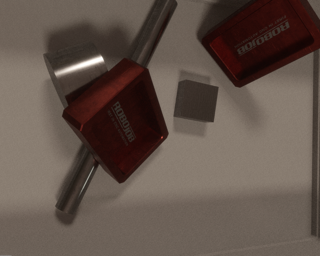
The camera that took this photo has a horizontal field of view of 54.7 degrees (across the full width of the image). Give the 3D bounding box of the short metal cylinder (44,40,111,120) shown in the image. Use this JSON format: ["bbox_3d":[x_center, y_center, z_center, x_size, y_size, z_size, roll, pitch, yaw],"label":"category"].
[{"bbox_3d":[-0.090,-0.052,0.348,0.050,0.080,0.080,-24,98,-19],"label":"short metal cylinder"}]

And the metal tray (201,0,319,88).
[{"bbox_3d":[0.131,-0.118,0.404,0.090,0.130,0.030,48,46,-16],"label":"metal tray"}]

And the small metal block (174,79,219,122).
[{"bbox_3d":[0.050,-0.036,0.430,0.050,0.025,0.050,10,87,-20],"label":"small metal block"}]

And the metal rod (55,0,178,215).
[{"bbox_3d":[-0.050,-0.036,0.392,0.025,0.025,0.299,28,81,-18],"label":"metal rod"}]

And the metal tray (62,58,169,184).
[{"bbox_3d":[-0.040,-0.002,0.347,0.090,0.030,0.130,-46,149,-18],"label":"metal tray"}]
